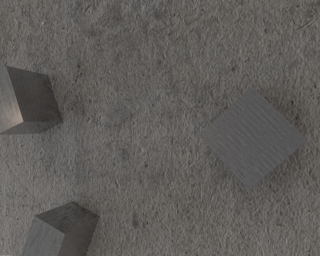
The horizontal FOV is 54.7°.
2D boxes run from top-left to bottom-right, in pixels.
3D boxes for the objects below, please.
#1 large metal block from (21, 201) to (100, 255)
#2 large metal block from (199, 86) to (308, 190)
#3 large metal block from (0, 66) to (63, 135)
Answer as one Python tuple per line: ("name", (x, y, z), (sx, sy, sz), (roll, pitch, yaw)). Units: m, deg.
("large metal block", (-0.138, 0.157, 0.428), (0.050, 0.080, 0.080), (23, 98, 18))
("large metal block", (0.106, 0.011, 0.358), (0.080, 0.050, 0.080), (-45, 76, 14))
("large metal block", (-0.198, -0.037, 0.450), (0.050, 0.080, 0.080), (-22, 83, 19))
